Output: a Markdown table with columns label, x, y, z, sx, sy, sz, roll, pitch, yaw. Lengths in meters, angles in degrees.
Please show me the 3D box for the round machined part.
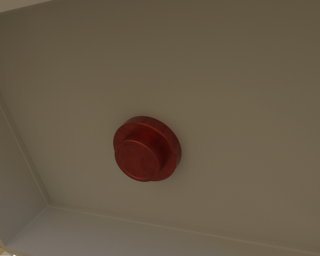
| label | x | y | z | sx | sy | sz | roll | pitch | yaw |
| --- | --- | --- | --- | --- | --- | --- | --- | --- | --- |
| round machined part | -0.023 | 0.036 | 0.431 | 0.098 | 0.042 | 0.097 | 13 | 124 | 20 |
